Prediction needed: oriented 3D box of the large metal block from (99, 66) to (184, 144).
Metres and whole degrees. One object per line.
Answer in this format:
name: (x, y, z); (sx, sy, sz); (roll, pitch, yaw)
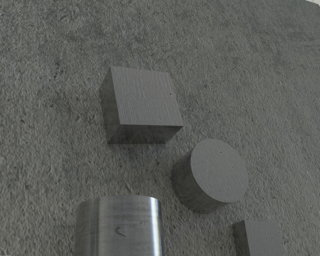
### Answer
large metal block: (-0.026, -0.027, 0.390); (0.081, 0.050, 0.080); (1, 61, -28)

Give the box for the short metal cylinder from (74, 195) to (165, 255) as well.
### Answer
short metal cylinder: (-0.037, 0.099, 0.288); (0.081, 0.080, 0.050); (9, 58, -24)

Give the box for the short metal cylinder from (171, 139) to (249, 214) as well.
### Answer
short metal cylinder: (0.061, 0.060, 0.384); (0.081, 0.050, 0.080); (14, 56, -21)

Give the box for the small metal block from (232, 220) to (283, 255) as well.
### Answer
small metal block: (0.121, 0.143, 0.381); (0.050, 0.025, 0.050); (12, 57, -22)
